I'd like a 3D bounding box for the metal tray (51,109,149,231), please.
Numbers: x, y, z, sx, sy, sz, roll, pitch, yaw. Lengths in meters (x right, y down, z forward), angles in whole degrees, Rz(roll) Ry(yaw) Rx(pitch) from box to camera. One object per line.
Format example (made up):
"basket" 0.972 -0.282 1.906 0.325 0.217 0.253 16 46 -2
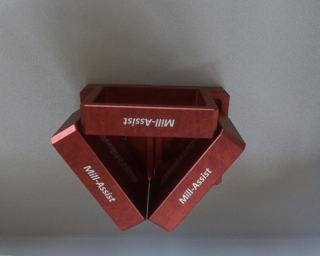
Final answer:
"metal tray" -0.061 0.041 0.357 0.030 0.090 0.130 -30 108 11

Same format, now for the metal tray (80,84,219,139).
"metal tray" -0.010 -0.021 0.334 0.131 0.090 0.030 2 111 -1

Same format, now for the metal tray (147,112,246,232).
"metal tray" 0.036 0.044 0.358 0.030 0.090 0.129 34 107 -12

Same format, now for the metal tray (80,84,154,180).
"metal tray" -0.053 0.009 0.411 0.091 0.030 0.129 0 109 0

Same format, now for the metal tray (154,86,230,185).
"metal tray" 0.039 0.011 0.412 0.091 0.030 0.129 1 109 -1
